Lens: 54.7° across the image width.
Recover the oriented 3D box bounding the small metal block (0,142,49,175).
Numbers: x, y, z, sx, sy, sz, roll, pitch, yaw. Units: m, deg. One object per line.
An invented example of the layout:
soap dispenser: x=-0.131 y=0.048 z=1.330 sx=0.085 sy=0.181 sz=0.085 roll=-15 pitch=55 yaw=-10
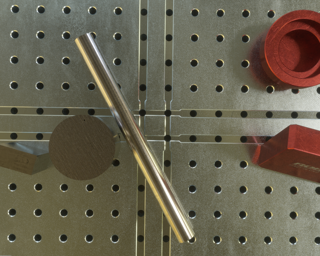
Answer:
small metal block: x=-0.176 y=0.038 z=0.399 sx=0.050 sy=0.050 sz=0.025 roll=16 pitch=90 yaw=-1

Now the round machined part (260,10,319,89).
round machined part: x=0.180 y=-0.100 z=0.407 sx=0.099 sy=0.042 sz=0.097 roll=0 pitch=90 yaw=-1

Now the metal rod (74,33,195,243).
metal rod: x=-0.033 y=0.013 z=0.412 sx=0.025 sy=0.025 sz=0.299 roll=-27 pitch=90 yaw=0

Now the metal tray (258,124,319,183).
metal tray: x=0.202 y=0.040 z=0.381 sx=0.131 sy=0.090 sz=0.030 roll=15 pitch=69 yaw=-1

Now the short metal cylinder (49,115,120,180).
short metal cylinder: x=-0.095 y=0.024 z=0.400 sx=0.081 sy=0.050 sz=0.079 roll=0 pitch=90 yaw=-1
